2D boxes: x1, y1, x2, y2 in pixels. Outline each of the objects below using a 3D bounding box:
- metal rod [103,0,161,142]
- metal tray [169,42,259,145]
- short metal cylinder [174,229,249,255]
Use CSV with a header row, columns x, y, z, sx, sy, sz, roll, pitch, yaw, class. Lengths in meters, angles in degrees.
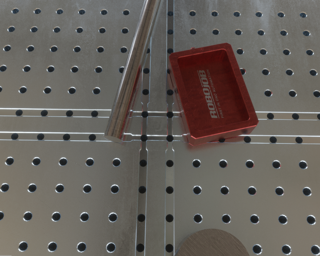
x,y,z,sx,sy,sz,roll,pitch,yaw,class
-0.029,-0.123,0.456,0.025,0.025,0.299,12,70,4,metal rod
0.070,-0.049,0.427,0.091,0.030,0.130,-12,70,-5,metal tray
0.056,0.154,0.342,0.081,0.050,0.080,0,70,0,short metal cylinder
